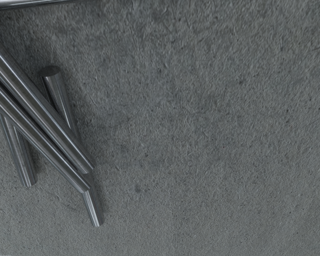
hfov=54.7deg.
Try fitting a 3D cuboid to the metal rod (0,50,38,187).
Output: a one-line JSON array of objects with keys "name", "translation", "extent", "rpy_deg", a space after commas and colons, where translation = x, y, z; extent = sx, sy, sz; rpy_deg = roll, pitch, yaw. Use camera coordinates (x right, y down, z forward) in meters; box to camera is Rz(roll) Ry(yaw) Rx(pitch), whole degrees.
[{"name": "metal rod", "translation": [-0.189, -0.033, 0.376], "extent": [0.025, 0.025, 0.298], "rpy_deg": [3, 130, -3]}]

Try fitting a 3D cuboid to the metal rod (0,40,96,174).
[{"name": "metal rod", "translation": [-0.154, -0.054, 0.325], "extent": [0.025, 0.025, 0.299], "rpy_deg": [-18, 128, 14]}]

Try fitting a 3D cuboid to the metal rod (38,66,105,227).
[{"name": "metal rod", "translation": [-0.117, 0.049, 0.447], "extent": [0.025, 0.025, 0.298], "rpy_deg": [-2, 130, 2]}]

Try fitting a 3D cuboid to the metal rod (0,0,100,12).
[{"name": "metal rod", "translation": [-0.010, -0.138, 0.289], "extent": [0.302, 0.025, 0.025], "rpy_deg": [-5, 130, 4]}]

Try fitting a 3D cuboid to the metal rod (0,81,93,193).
[{"name": "metal rod", "translation": [-0.167, -0.022, 0.352], "extent": [0.025, 0.025, 0.299], "rpy_deg": [-19, 128, 15]}]
